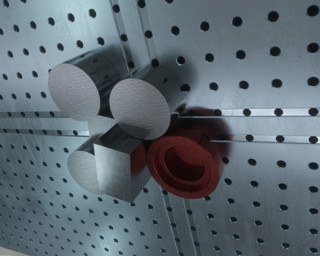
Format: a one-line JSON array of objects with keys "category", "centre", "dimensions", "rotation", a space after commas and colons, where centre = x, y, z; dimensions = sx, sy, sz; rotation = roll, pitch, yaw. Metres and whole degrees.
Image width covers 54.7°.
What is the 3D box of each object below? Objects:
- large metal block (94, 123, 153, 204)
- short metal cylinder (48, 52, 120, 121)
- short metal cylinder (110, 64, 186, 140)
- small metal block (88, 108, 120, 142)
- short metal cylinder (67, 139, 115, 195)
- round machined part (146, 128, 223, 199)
[{"category": "large metal block", "centre": [-0.042, 0.039, 0.418], "dimensions": [0.050, 0.080, 0.079], "rotation": [15, 125, 20]}, {"category": "short metal cylinder", "centre": [-0.100, -0.055, 0.413], "dimensions": [0.080, 0.050, 0.079], "rotation": [13, 124, 21]}, {"category": "short metal cylinder", "centre": [-0.014, -0.032, 0.382], "dimensions": [0.080, 0.050, 0.079], "rotation": [13, 124, 21]}, {"category": "small metal block", "centre": [-0.076, -0.002, 0.450], "dimensions": [0.050, 0.025, 0.050], "rotation": [14, 124, 20]}, {"category": "short metal cylinder", "centre": [-0.094, 0.056, 0.479], "dimensions": [0.080, 0.050, 0.079], "rotation": [13, 124, 21]}, {"category": "round machined part", "centre": [0.035, 0.042, 0.407], "dimensions": [0.098, 0.042, 0.097], "rotation": [13, 124, 21]}]
